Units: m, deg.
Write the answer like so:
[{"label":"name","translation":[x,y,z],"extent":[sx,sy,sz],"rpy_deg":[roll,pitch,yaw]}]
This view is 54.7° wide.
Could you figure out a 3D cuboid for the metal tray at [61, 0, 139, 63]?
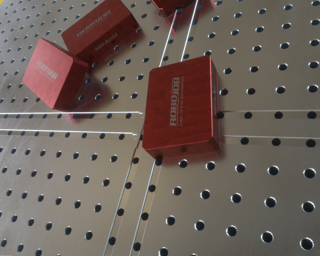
[{"label":"metal tray","translation":[-0.114,-0.181,0.574],"extent":[0.130,0.030,0.090],"rpy_deg":[-36,51,4]}]

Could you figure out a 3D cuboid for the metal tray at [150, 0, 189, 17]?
[{"label":"metal tray","translation":[0.005,-0.266,0.528],"extent":[0.090,0.030,0.130],"rpy_deg":[-37,75,8]}]

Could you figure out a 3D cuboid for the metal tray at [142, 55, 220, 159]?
[{"label":"metal tray","translation":[0.028,-0.028,0.407],"extent":[0.090,0.030,0.130],"rpy_deg":[-10,57,22]}]

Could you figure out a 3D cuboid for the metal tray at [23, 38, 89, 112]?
[{"label":"metal tray","translation":[-0.185,-0.094,0.537],"extent":[0.130,0.030,0.090],"rpy_deg":[34,102,38]}]
